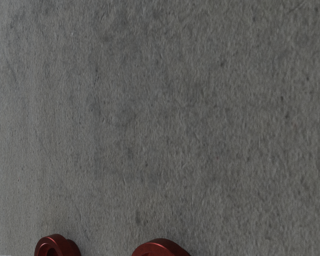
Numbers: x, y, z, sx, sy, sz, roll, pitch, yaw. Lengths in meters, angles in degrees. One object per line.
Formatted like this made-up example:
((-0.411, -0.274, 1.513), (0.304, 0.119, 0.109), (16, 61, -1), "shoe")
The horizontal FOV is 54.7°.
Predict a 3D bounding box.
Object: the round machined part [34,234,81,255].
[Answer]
((-0.171, 0.231, 0.532), (0.098, 0.042, 0.097), (0, 90, 39), "round machined part")

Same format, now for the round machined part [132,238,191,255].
((0.010, 0.186, 0.384), (0.098, 0.042, 0.097), (0, 90, 39), "round machined part")
